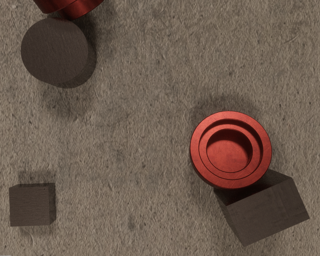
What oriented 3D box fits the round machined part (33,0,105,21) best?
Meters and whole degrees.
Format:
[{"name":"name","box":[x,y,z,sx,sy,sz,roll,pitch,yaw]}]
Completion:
[{"name":"round machined part","box":[-0.103,-0.169,0.382,0.098,0.098,0.042,-34,128,-1]}]

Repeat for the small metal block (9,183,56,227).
[{"name":"small metal block","box":[-0.167,0.100,0.408,0.050,0.025,0.050,-2,90,-1]}]

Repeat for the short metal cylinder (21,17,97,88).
[{"name":"short metal cylinder","box":[-0.127,-0.093,0.396,0.081,0.050,0.079,0,90,-1]}]

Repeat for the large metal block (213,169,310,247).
[{"name":"large metal block","box":[0.120,0.094,0.384,0.080,0.080,0.050,-23,91,0]}]

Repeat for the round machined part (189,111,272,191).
[{"name":"round machined part","box":[0.087,0.031,0.393,0.099,0.042,0.098,-1,72,3]}]
